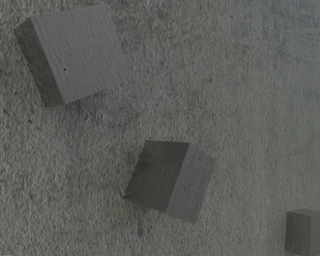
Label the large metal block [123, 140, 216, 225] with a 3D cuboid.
[{"bbox_3d":[0.011,0.063,0.378,0.050,0.080,0.080,33,69,-35],"label":"large metal block"}]

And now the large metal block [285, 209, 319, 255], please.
[{"bbox_3d":[0.307,0.216,0.646,0.081,0.050,0.080,7,85,-40],"label":"large metal block"}]

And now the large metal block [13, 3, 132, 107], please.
[{"bbox_3d":[-0.086,-0.074,0.316,0.081,0.050,0.080,-29,108,-36],"label":"large metal block"}]
